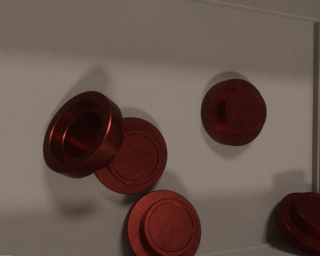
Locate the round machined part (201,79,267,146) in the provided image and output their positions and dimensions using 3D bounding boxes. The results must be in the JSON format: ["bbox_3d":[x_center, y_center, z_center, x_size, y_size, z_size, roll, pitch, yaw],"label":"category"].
[{"bbox_3d":[0.112,-0.022,0.445,0.099,0.042,0.097,0,90,-21],"label":"round machined part"}]

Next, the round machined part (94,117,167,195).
[{"bbox_3d":[-0.036,0.035,0.389,0.099,0.042,0.097,0,90,-21],"label":"round machined part"}]

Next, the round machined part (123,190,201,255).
[{"bbox_3d":[0.007,0.125,0.387,0.099,0.042,0.098,8,65,-16],"label":"round machined part"}]

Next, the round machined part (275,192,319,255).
[{"bbox_3d":[0.226,0.134,0.456,0.099,0.098,0.042,-6,133,-20],"label":"round machined part"}]

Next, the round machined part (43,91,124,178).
[{"bbox_3d":[-0.081,0.010,0.351,0.042,0.098,0.098,40,75,-49],"label":"round machined part"}]
